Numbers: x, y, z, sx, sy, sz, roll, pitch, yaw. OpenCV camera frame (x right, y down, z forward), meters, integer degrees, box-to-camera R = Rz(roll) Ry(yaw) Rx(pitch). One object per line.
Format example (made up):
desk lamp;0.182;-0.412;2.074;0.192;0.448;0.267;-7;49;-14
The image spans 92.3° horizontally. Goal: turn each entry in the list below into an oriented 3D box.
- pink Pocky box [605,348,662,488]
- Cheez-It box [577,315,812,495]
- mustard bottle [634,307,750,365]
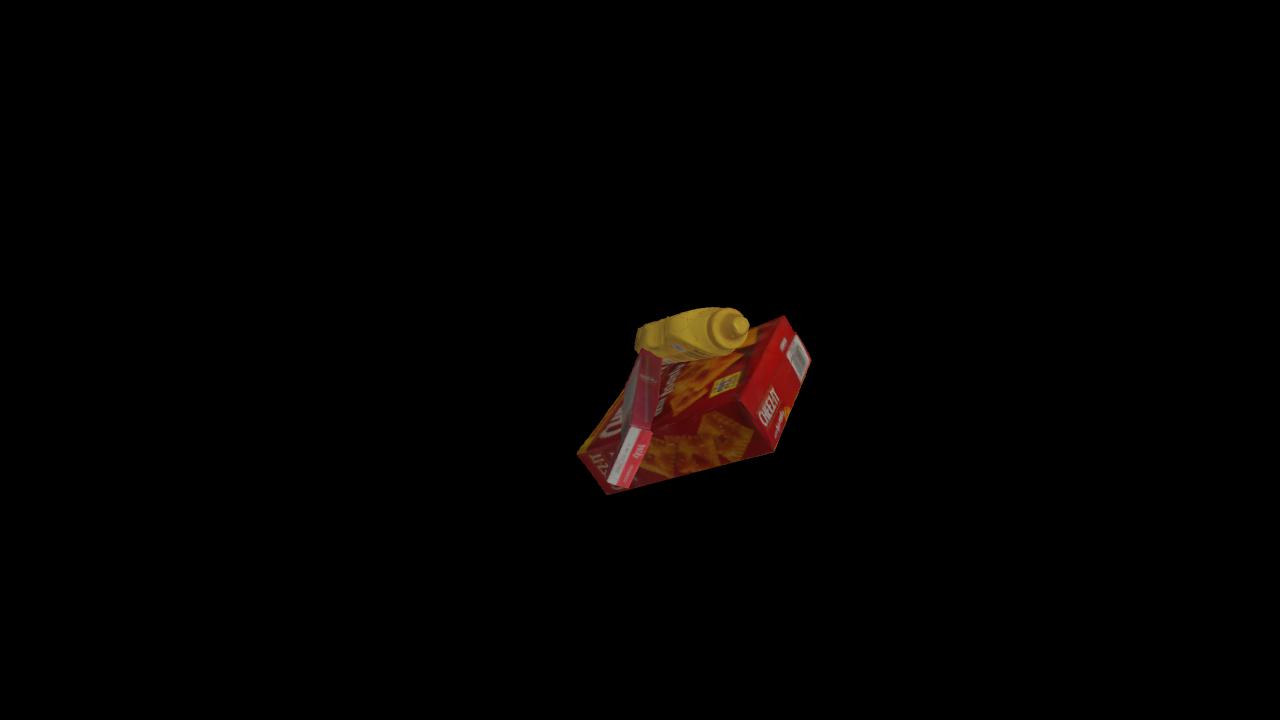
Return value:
pink Pocky box;-0.004;0.058;0.681;0.029;0.084;0.155;19;31;-7
Cheez-It box;0.058;0.050;0.667;0.223;0.071;0.166;-23;19;38
mustard bottle;0.066;-0.024;0.676;0.092;0.054;0.184;18;-12;-18
